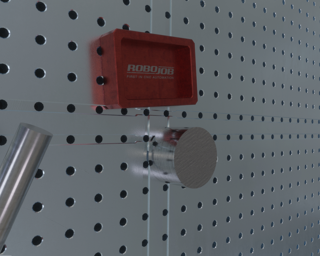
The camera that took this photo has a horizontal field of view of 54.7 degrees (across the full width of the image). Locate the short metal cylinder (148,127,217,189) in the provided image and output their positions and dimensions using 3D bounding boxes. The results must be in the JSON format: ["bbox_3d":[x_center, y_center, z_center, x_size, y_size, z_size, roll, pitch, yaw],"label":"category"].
[{"bbox_3d":[0.032,0.038,0.420,0.081,0.050,0.079,0,90,-40],"label":"short metal cylinder"}]

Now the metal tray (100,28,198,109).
[{"bbox_3d":[-0.009,-0.072,0.398,0.131,0.030,0.089,-6,94,-40],"label":"metal tray"}]

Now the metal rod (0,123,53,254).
[{"bbox_3d":[-0.154,0.137,0.233,0.025,0.025,0.299,24,89,-38],"label":"metal rod"}]
